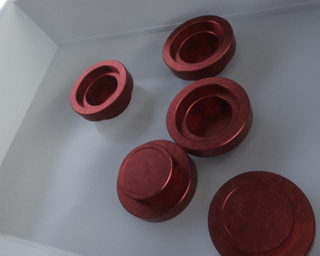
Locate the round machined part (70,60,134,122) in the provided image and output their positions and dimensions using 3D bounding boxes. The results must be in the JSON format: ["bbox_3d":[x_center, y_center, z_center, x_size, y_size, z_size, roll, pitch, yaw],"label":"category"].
[{"bbox_3d":[-0.083,-0.052,0.470,0.098,0.042,0.098,-13,56,21],"label":"round machined part"}]

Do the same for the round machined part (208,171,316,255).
[{"bbox_3d":[0.093,0.086,0.293,0.098,0.042,0.098,-13,56,21],"label":"round machined part"}]

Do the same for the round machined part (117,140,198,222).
[{"bbox_3d":[-0.009,0.057,0.365,0.098,0.042,0.098,-13,56,21],"label":"round machined part"}]

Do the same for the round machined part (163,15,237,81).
[{"bbox_3d":[0.057,-0.105,0.429,0.098,0.042,0.098,-13,56,21],"label":"round machined part"}]

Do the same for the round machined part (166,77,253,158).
[{"bbox_3d":[0.061,-0.009,0.369,0.098,0.042,0.098,-13,56,21],"label":"round machined part"}]
